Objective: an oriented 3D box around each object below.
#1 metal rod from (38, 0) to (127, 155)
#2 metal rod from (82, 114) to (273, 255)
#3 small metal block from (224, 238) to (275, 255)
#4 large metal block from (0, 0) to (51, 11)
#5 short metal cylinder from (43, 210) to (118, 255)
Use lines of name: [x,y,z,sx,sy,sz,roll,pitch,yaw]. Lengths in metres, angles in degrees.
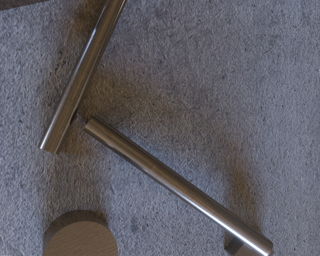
metal rod: [-0.075,-0.111,0.381,0.025,0.025,0.299,25,82,-19]
metal rod: [0.031,0.081,0.406,0.301,0.025,0.025,37,78,-11]
small metal block: [0.132,0.182,0.459,0.050,0.025,0.050,-42,104,-15]
large metal block: [-0.166,-0.179,0.334,0.081,0.050,0.080,-22,98,-19]
short metal cylinder: [-0.094,0.142,0.361,0.081,0.050,0.080,0,90,-20]
